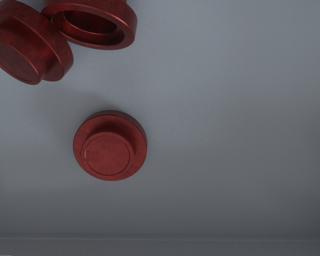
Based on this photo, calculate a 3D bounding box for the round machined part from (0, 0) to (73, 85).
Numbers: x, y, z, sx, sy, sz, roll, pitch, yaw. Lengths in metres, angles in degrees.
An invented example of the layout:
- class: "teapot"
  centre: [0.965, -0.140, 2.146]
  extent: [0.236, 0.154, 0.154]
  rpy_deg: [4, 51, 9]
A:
- class: "round machined part"
  centre: [-0.149, -0.085, 0.340]
  extent: [0.098, 0.042, 0.098]
  rpy_deg: [22, 152, 13]

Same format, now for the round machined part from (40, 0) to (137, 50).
- class: "round machined part"
  centre: [-0.073, -0.124, 0.333]
  extent: [0.099, 0.098, 0.042]
  rpy_deg: [9, 80, -3]

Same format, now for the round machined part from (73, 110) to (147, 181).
- class: "round machined part"
  centre: [-0.067, 0.029, 0.412]
  extent: [0.099, 0.042, 0.097]
  rpy_deg: [0, 110, 0]
